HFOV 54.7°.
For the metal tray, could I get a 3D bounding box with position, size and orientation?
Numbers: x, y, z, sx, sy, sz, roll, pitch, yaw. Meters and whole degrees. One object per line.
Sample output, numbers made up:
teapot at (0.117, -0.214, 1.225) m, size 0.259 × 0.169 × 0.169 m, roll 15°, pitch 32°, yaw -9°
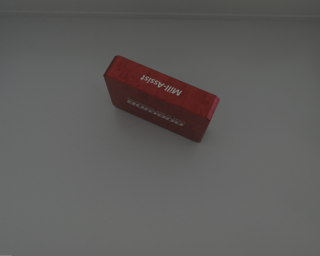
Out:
metal tray at (0.001, -0.032, 0.383) m, size 0.130 × 0.090 × 0.030 m, roll 24°, pitch 72°, yaw 7°
